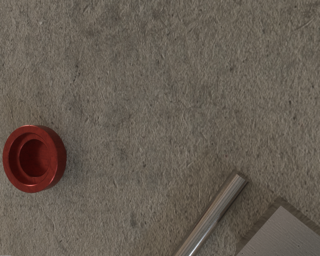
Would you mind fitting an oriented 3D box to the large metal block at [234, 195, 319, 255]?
[{"bbox_3d":[0.142,0.137,0.346,0.080,0.050,0.080,39,102,15],"label":"large metal block"}]

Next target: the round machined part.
[{"bbox_3d":[-0.180,0.044,0.462,0.098,0.042,0.097,0,90,19],"label":"round machined part"}]

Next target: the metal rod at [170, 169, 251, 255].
[{"bbox_3d":[0.019,0.180,0.401,0.025,0.025,0.299,36,101,16],"label":"metal rod"}]
